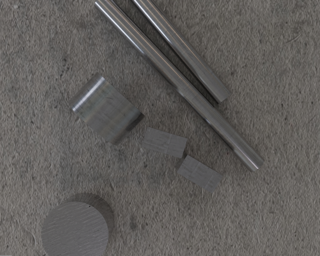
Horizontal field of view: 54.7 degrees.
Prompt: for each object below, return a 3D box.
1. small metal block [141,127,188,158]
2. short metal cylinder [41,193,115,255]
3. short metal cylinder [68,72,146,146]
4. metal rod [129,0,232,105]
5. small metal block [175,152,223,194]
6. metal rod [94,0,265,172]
[{"bbox_3d":[0.005,0.017,0.397,0.050,0.050,0.025,17,90,0],"label":"small metal block"},{"bbox_3d":[-0.102,0.128,0.397,0.081,0.050,0.079,0,90,0],"label":"short metal cylinder"},{"bbox_3d":[-0.064,-0.023,0.382,0.080,0.080,0.050,43,90,0],"label":"short metal cylinder"},{"bbox_3d":[-0.011,-0.153,0.409,0.025,0.025,0.300,-40,90,0],"label":"metal rod"},{"bbox_3d":[0.048,0.055,0.398,0.050,0.050,0.025,31,90,0],"label":"small metal block"},{"bbox_3d":[0.026,-0.059,0.409,0.025,0.025,0.300,-43,90,0],"label":"metal rod"}]
